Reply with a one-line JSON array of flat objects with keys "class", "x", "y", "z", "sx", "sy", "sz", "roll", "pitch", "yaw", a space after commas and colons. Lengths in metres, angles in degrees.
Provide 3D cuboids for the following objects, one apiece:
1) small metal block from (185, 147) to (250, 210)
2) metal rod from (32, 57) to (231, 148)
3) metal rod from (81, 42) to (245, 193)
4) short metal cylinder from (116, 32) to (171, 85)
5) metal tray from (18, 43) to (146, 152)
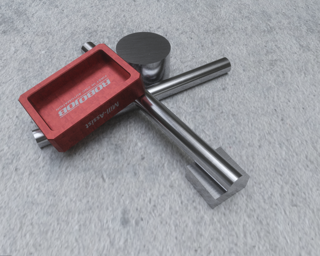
[{"class": "small metal block", "x": 0.065, "y": 0.057, "z": 0.358, "sx": 0.050, "sy": 0.025, "sz": 0.050, "roll": -27, "pitch": 55, "yaw": -21}, {"class": "metal rod", "x": -0.026, "y": -0.043, "z": 0.441, "sx": 0.302, "sy": 0.025, "sz": 0.025, "roll": -24, "pitch": 54, "yaw": -19}, {"class": "metal rod", "x": -0.015, "y": -0.031, "z": 0.398, "sx": 0.025, "sy": 0.025, "sz": 0.300, "roll": -32, "pitch": 57, "yaw": -24}, {"class": "short metal cylinder", "x": -0.024, "y": -0.103, "z": 0.474, "sx": 0.081, "sy": 0.050, "sz": 0.080, "roll": 0, "pitch": 50, "yaw": 0}, {"class": "metal tray", "x": -0.096, "y": -0.042, "z": 0.385, "sx": 0.131, "sy": 0.030, "sz": 0.090, "roll": -38, "pitch": 59, "yaw": -14}]
